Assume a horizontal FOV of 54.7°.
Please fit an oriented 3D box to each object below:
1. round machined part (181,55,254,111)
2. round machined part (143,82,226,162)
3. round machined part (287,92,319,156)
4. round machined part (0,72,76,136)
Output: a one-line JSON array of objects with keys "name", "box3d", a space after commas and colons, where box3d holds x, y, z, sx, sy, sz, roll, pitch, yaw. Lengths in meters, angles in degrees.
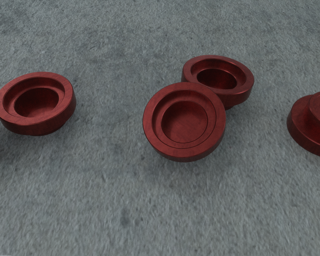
[{"name": "round machined part", "box3d": [0.078, -0.060, 0.438, 0.099, 0.042, 0.098, 3, 43, -3]}, {"name": "round machined part", "box3d": [0.031, -0.004, 0.383, 0.098, 0.042, 0.098, -4, 68, 9]}, {"name": "round machined part", "box3d": [0.223, -0.011, 0.404, 0.099, 0.042, 0.098, 0, 50, 0]}, {"name": "round machined part", "box3d": [-0.162, -0.028, 0.413, 0.099, 0.042, 0.098, 0, 50, 0]}]
